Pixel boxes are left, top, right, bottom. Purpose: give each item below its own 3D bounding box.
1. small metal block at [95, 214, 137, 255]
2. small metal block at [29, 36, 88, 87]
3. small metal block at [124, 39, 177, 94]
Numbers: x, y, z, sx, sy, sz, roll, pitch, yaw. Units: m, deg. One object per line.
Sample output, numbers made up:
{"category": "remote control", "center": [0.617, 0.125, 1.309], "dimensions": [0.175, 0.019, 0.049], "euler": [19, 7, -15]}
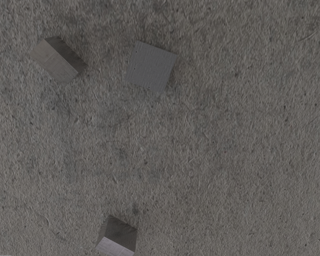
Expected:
{"category": "small metal block", "center": [-0.063, 0.163, 0.456], "dimensions": [0.050, 0.050, 0.025], "euler": [32, 107, -11]}
{"category": "small metal block", "center": [-0.117, -0.080, 0.366], "dimensions": [0.025, 0.050, 0.050], "euler": [-41, 105, 14]}
{"category": "small metal block", "center": [-0.012, -0.076, 0.381], "dimensions": [0.050, 0.025, 0.050], "euler": [19, 109, -7]}
